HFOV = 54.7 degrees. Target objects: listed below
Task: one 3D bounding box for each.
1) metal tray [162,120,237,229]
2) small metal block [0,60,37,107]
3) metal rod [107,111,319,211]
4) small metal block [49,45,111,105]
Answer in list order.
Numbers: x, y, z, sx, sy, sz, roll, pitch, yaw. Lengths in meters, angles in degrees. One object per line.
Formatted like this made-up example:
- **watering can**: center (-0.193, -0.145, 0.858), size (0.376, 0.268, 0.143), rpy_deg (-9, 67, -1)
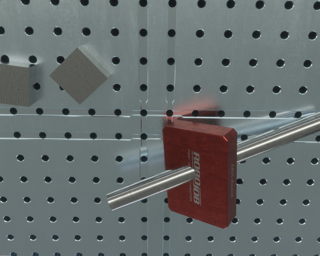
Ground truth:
- **metal tray**: center (0.053, 0.059, 0.408), size (0.090, 0.030, 0.129), rpy_deg (10, 115, 33)
- **small metal block**: center (-0.186, -0.057, 0.391), size (0.050, 0.025, 0.050), rpy_deg (7, 110, -3)
- **metal rod**: center (0.077, 0.043, 0.406), size (0.302, 0.025, 0.025), rpy_deg (-21, 109, -2)
- **small metal block**: center (-0.099, -0.066, 0.388), size (0.050, 0.025, 0.050), rpy_deg (-41, 105, 13)
